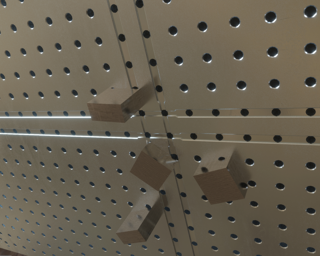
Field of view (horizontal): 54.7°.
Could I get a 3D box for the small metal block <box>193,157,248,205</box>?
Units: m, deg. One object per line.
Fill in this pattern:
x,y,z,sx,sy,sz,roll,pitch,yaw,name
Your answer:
0.081,0.071,0.412,0.050,0.025,0.050,-22,107,35,small metal block

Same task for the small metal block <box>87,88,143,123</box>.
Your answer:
-0.057,-0.031,0.405,0.050,0.050,0.025,4,120,25,small metal block

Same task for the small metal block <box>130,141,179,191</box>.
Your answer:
-0.009,0.056,0.449,0.050,0.025,0.050,34,129,5,small metal block

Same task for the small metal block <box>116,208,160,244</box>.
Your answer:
-0.036,0.162,0.513,0.050,0.050,0.025,-22,107,36,small metal block
